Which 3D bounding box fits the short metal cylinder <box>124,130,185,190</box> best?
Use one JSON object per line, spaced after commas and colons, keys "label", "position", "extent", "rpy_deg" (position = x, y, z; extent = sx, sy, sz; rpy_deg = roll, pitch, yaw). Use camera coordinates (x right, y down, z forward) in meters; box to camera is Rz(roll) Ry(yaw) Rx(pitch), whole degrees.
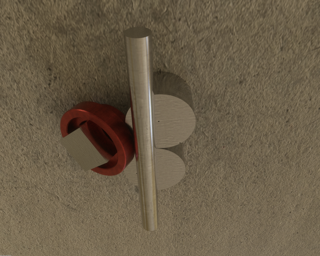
{"label": "short metal cylinder", "position": [-0.007, 0.040, 0.426], "extent": [0.081, 0.050, 0.079], "rpy_deg": [0, 129, 0]}

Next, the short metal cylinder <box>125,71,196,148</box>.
{"label": "short metal cylinder", "position": [0.001, -0.022, 0.374], "extent": [0.081, 0.050, 0.079], "rpy_deg": [0, 130, 0]}

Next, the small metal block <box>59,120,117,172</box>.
{"label": "small metal block", "position": [-0.085, 0.021, 0.372], "extent": [0.050, 0.025, 0.050], "rpy_deg": [-25, 106, 43]}

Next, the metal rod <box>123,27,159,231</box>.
{"label": "metal rod", "position": [-0.017, 0.030, 0.369], "extent": [0.025, 0.025, 0.298], "rpy_deg": [-1, 130, 0]}

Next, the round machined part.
{"label": "round machined part", "position": [-0.072, 0.009, 0.388], "extent": [0.098, 0.042, 0.097], "rpy_deg": [18, 131, 22]}
